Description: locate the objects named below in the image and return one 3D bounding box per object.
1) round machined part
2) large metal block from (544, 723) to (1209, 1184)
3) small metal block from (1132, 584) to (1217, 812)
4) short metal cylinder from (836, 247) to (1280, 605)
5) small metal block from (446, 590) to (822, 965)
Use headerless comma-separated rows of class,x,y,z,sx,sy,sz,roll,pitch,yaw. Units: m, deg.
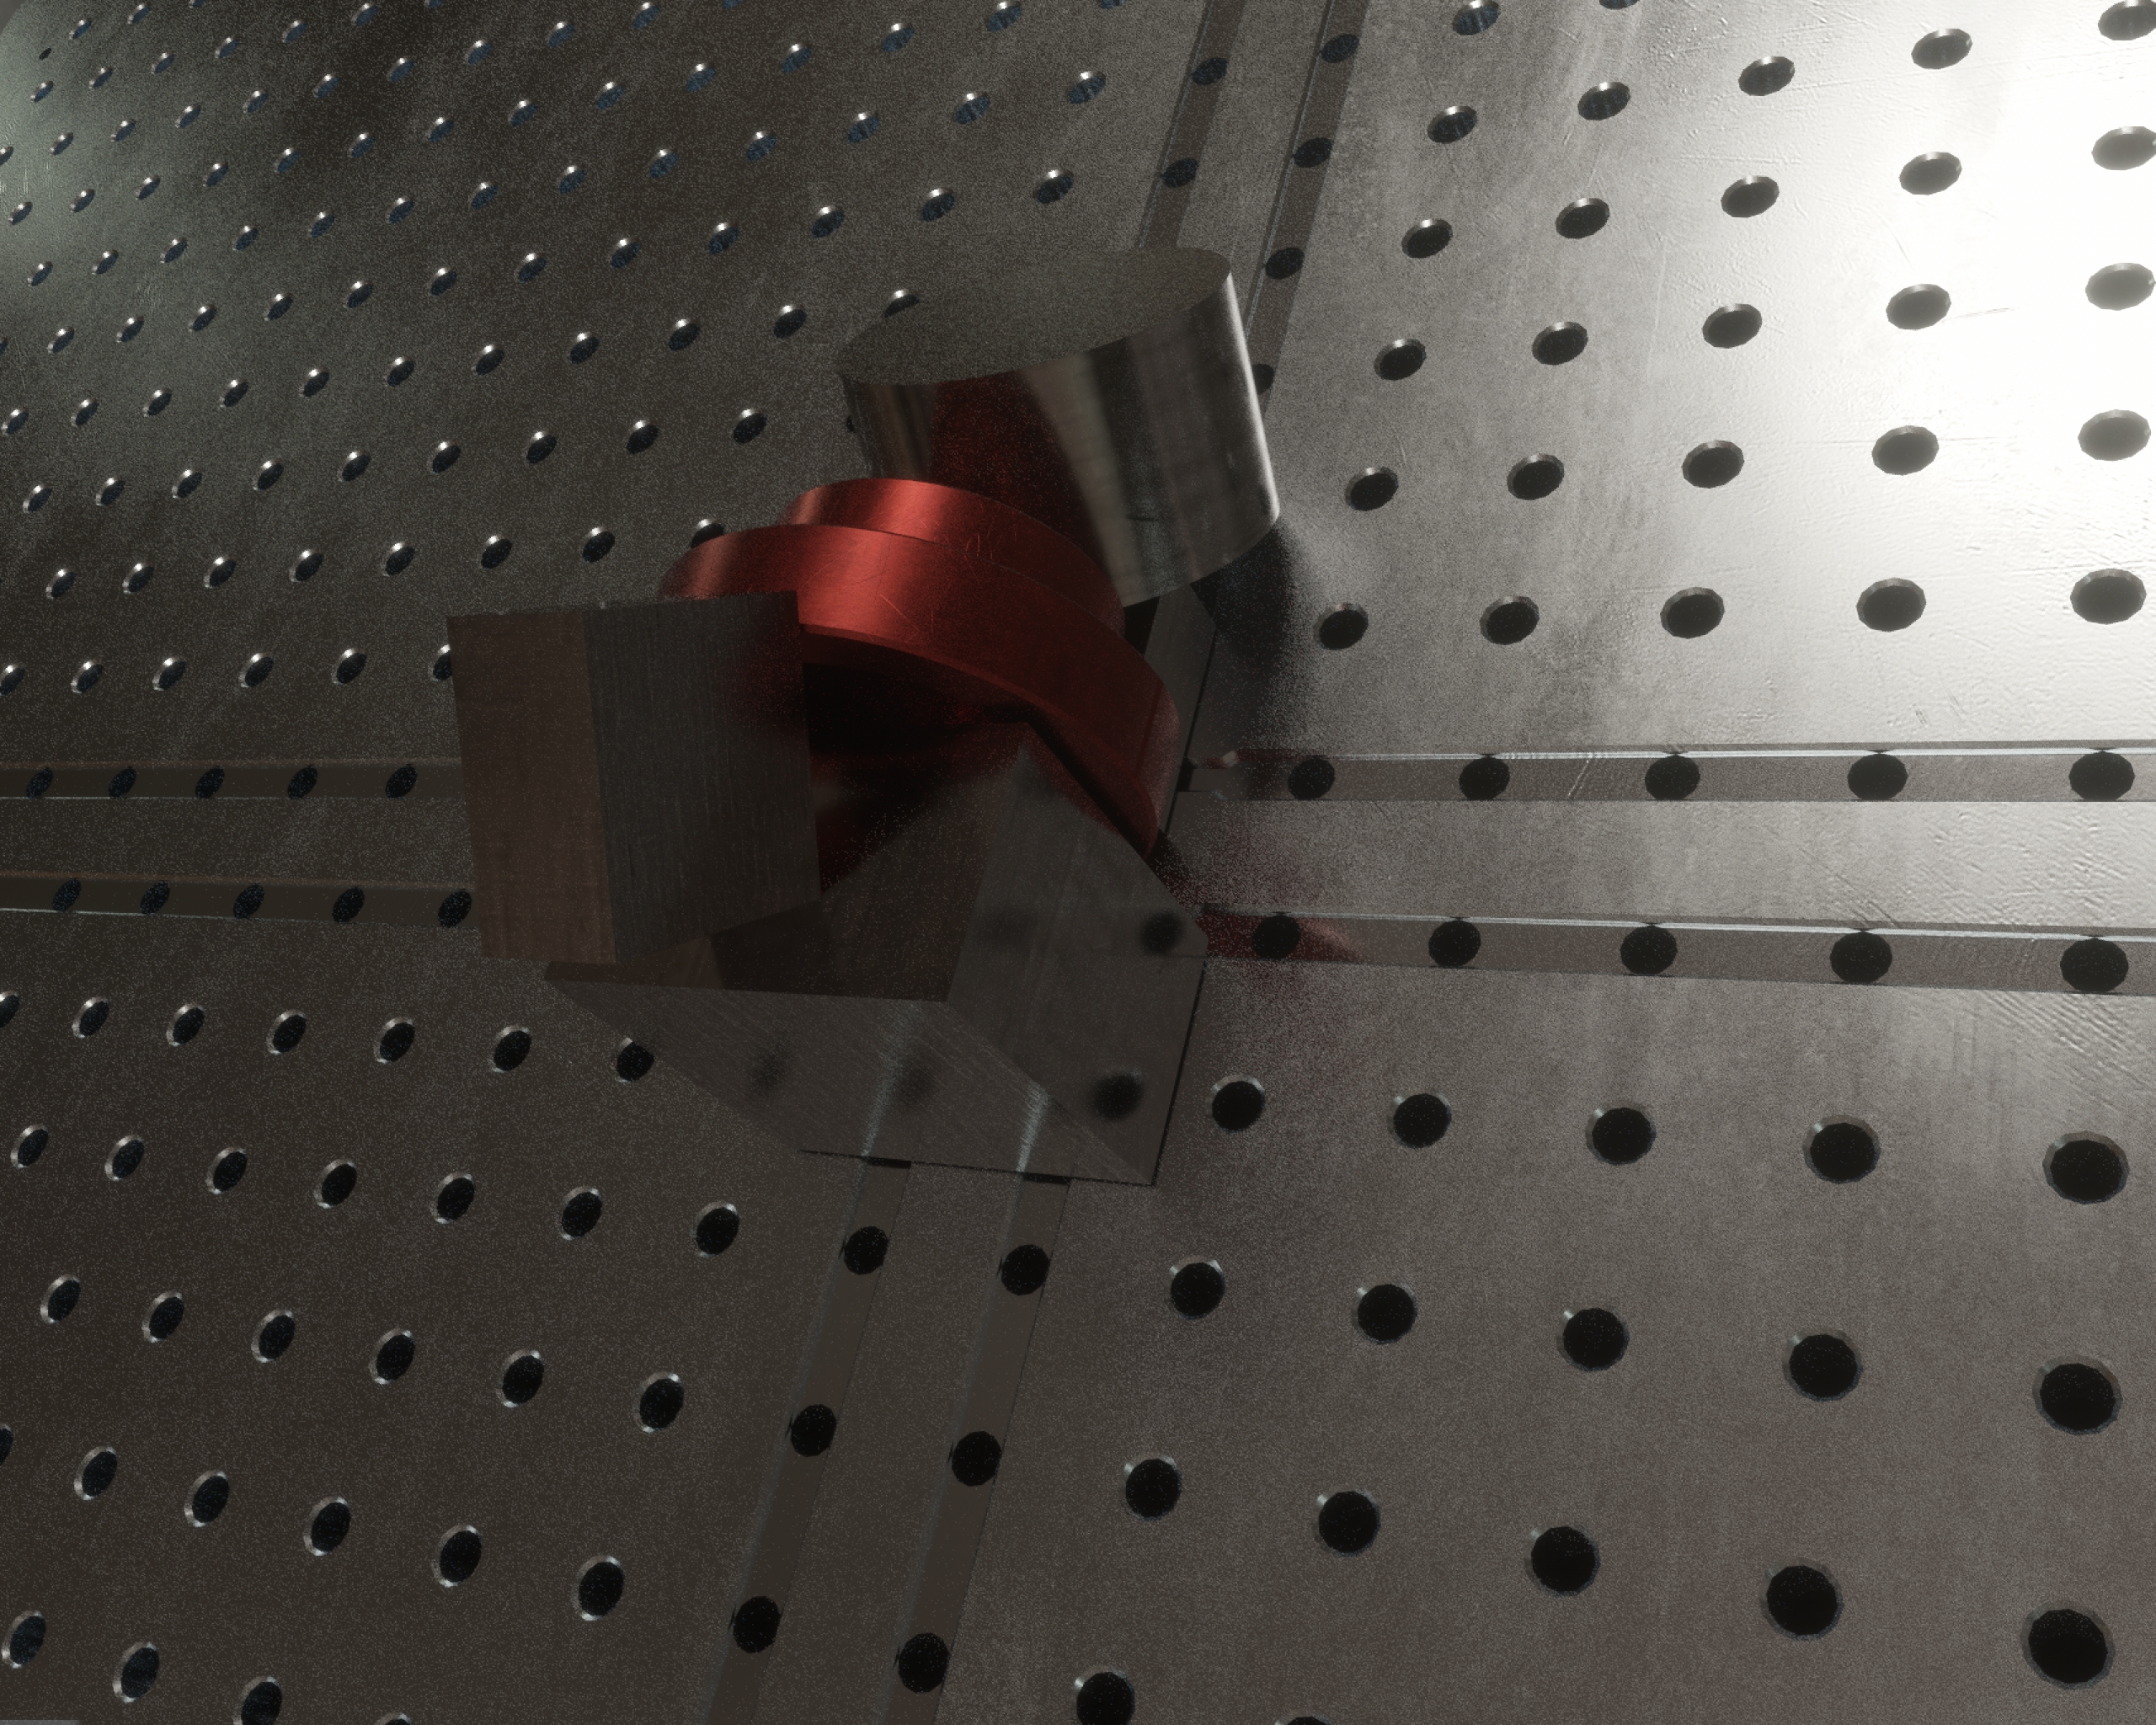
round machined part,-0.029,-0.034,0.382,0.098,0.098,0.042,1,62,28
large metal block,-0.033,0.017,0.377,0.080,0.080,0.050,1,62,28
small metal block,-0.004,-0.034,0.429,0.050,0.025,0.050,1,62,28
short metal cylinder,-0.003,-0.088,0.425,0.080,0.050,0.080,-12,28,7
small metal block,-0.066,-0.015,0.318,0.025,0.050,0.050,2,101,28
